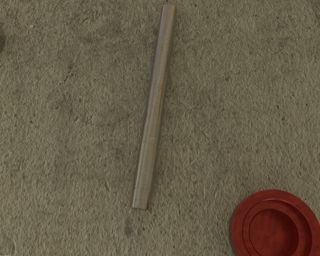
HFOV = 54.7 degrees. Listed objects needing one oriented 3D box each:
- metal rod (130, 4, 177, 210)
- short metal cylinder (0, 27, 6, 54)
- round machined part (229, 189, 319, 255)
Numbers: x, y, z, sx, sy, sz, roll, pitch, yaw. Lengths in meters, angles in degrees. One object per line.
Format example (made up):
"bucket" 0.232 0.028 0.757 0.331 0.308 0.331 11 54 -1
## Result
"metal rod" -0.005 -0.042 0.423 0.025 0.025 0.299 7 70 2
"short metal cylinder" -0.273 -0.135 0.441 0.081 0.050 0.080 0 70 0
"round machined part" 0.128 0.123 0.356 0.099 0.042 0.098 0 70 -1
